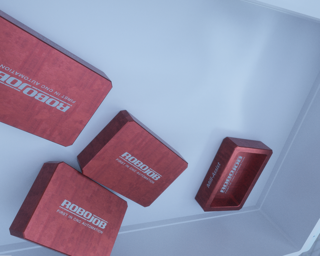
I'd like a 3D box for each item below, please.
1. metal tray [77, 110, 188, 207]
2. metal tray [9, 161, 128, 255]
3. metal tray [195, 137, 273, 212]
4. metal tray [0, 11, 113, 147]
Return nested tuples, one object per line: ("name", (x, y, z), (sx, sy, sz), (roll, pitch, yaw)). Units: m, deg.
("metal tray", (-0.032, 0.046, 0.418), (0.090, 0.030, 0.130), (-46, 130, 4))
("metal tray", (-0.104, 0.109, 0.385), (0.130, 0.030, 0.090), (45, 53, -40))
("metal tray", (0.125, 0.081, 0.526), (0.091, 0.030, 0.129), (8, 114, -32))
("metal tray", (-0.126, -0.044, 0.310), (0.131, 0.030, 0.090), (29, 102, -38))
